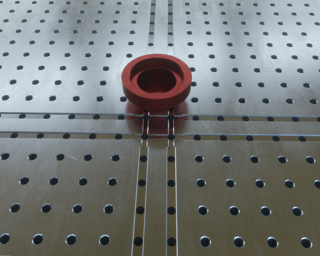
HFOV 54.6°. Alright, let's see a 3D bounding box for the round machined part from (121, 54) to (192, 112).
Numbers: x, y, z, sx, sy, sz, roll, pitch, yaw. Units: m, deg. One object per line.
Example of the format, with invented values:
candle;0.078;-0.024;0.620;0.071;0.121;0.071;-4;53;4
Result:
round machined part;-0.004;-0.061;0.448;0.099;0.042;0.098;0;50;0
